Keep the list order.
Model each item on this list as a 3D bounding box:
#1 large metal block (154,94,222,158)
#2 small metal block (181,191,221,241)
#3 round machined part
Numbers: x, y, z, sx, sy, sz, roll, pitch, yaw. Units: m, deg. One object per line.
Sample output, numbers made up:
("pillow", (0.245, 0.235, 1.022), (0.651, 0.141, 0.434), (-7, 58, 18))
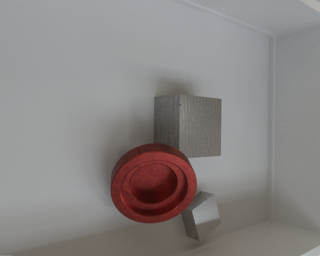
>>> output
("large metal block", (0.039, -0.002, 0.425), (0.081, 0.050, 0.079), (1, 89, -40))
("small metal block", (0.061, 0.130, 0.460), (0.050, 0.025, 0.050), (-25, 106, -38))
("round machined part", (-0.009, 0.061, 0.369), (0.099, 0.042, 0.097), (-4, 114, -8))
